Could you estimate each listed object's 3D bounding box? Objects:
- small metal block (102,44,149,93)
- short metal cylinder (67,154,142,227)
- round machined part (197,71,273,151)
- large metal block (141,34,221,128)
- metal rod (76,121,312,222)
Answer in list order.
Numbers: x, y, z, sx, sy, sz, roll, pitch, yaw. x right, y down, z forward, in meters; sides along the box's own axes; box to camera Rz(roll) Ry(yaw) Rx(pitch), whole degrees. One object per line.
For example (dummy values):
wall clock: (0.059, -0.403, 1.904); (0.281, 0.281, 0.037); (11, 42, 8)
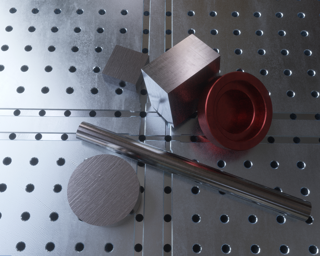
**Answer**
small metal block: (-0.048, -0.085, 0.442); (0.050, 0.025, 0.050); (20, 71, 6)
short metal cylinder: (-0.064, 0.076, 0.370); (0.081, 0.050, 0.080); (0, 70, 0)
round machined part: (0.091, -0.021, 0.398); (0.099, 0.042, 0.097); (0, 90, -21)
large metal block: (0.029, -0.059, 0.400); (0.080, 0.080, 0.050); (-37, 62, -13)
metal rod: (0.037, 0.052, 0.393); (0.301, 0.025, 0.025); (19, 71, 6)
